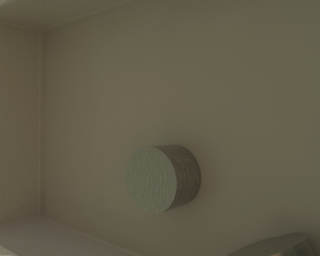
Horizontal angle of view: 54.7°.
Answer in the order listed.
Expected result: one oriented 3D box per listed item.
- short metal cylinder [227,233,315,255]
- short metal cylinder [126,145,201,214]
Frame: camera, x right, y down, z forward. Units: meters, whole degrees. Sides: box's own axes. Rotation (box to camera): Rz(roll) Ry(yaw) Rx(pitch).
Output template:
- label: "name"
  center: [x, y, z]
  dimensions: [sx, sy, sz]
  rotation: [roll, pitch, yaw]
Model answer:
- label: "short metal cylinder"
  center: [0.105, 0.135, 0.284]
  dimensions: [0.080, 0.081, 0.050]
  rotation: [-30, 71, 35]
- label: "short metal cylinder"
  center: [0.004, 0.062, 0.386]
  dimensions: [0.080, 0.050, 0.079]
  rotation: [0, 90, 39]
